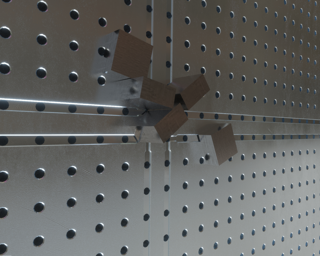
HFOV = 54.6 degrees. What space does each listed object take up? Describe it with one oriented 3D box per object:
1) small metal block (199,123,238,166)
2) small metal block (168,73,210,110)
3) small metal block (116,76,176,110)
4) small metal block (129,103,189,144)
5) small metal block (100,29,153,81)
[{"bbox_3d":[0.092,0.025,0.485,0.050,0.025,0.050,-26,107,-37],"label":"small metal block"},{"bbox_3d":[0.030,-0.047,0.417,0.050,0.050,0.025,-43,116,-31],"label":"small metal block"},{"bbox_3d":[-0.017,-0.041,0.377,0.050,0.050,0.025,15,81,-39],"label":"small metal block"},{"bbox_3d":[-0.002,-0.007,0.391,0.050,0.050,0.025,-43,116,-31],"label":"small metal block"},{"bbox_3d":[-0.040,-0.083,0.375,0.050,0.025,0.050,17,79,-39],"label":"small metal block"}]
